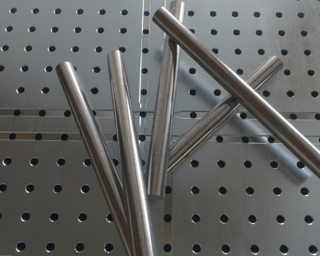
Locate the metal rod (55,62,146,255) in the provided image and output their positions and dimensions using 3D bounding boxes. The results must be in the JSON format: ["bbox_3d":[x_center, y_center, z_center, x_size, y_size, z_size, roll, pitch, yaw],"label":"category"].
[{"bbox_3d":[-0.073,0.035,0.378,0.025,0.025,0.299,-24,65,-9],"label":"metal rod"}]

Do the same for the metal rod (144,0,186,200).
[{"bbox_3d":[0.010,-0.055,0.416,0.025,0.025,0.299,6,64,2],"label":"metal rod"}]

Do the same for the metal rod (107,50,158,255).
[{"bbox_3d":[-0.038,0.020,0.369,0.025,0.025,0.299,-10,58,-4],"label":"metal rod"}]

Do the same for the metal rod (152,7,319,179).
[{"bbox_3d":[0.101,-0.053,0.404,0.025,0.025,0.300,-41,79,-14],"label":"metal rod"}]

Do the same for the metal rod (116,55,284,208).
[{"bbox_3d":[0.058,0.001,0.411,0.301,0.025,0.025,-41,75,-14],"label":"metal rod"}]
